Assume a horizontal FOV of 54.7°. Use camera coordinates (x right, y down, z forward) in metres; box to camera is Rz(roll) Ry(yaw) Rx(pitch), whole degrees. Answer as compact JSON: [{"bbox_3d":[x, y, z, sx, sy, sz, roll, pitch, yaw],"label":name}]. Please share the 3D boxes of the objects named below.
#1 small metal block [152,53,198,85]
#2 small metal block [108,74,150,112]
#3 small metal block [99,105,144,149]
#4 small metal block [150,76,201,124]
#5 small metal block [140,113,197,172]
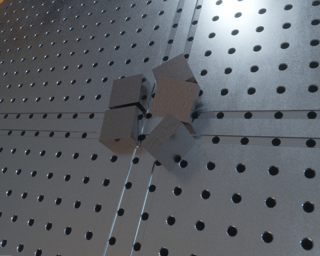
[{"bbox_3d":[0.022,-0.071,0.439,0.050,0.025,0.050,-26,53,11],"label":"small metal block"},{"bbox_3d":[-0.045,-0.049,0.460,0.050,0.025,0.050,-8,58,23],"label":"small metal block"},{"bbox_3d":[-0.053,-0.001,0.435,0.050,0.025,0.050,-8,58,24],"label":"small metal block"},{"bbox_3d":[0.020,-0.036,0.400,0.050,0.025,0.050,14,89,16],"label":"small metal block"},{"bbox_3d":[0.011,0.019,0.374,0.050,0.050,0.025,-48,52,-5],"label":"small metal block"}]
